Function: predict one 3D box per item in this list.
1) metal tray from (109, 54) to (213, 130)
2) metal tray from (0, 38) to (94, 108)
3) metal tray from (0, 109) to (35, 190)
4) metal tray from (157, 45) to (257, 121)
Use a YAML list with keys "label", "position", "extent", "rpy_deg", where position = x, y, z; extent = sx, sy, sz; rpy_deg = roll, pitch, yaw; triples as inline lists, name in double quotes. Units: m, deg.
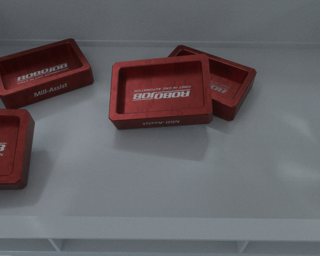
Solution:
- label: "metal tray"
  position: [0.001, -0.048, 0.413]
  extent: [0.131, 0.030, 0.090]
  rpy_deg: [-4, 66, 8]
- label: "metal tray"
  position: [-0.179, -0.085, 0.471]
  extent: [0.131, 0.030, 0.090]
  rpy_deg: [-22, 54, -18]
- label: "metal tray"
  position: [-0.219, 0.023, 0.353]
  extent: [0.131, 0.030, 0.090]
  rpy_deg: [1, 67, -9]
- label: "metal tray"
  position: [0.065, -0.071, 0.461]
  extent: [0.130, 0.030, 0.090]
  rpy_deg: [24, 54, 18]
